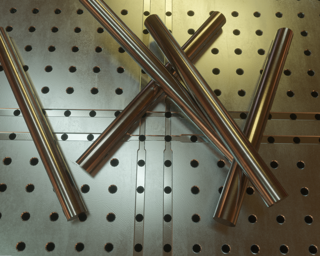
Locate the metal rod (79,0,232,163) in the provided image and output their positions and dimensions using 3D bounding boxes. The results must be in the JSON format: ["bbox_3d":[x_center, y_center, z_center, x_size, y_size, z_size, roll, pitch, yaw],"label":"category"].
[{"bbox_3d":[0.001,-0.070,0.409,0.025,0.025,0.300,-42,86,-14],"label":"metal rod"}]

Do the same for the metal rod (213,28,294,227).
[{"bbox_3d":[0.129,-0.020,0.401,0.025,0.025,0.300,22,64,7],"label":"metal rod"}]

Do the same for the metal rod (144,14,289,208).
[{"bbox_3d":[0.055,-0.040,0.386,0.025,0.025,0.299,-25,63,-9],"label":"metal rod"}]

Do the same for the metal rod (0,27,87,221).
[{"bbox_3d":[-0.170,-0.018,0.416,0.025,0.025,0.299,-27,72,-10],"label":"metal rod"}]

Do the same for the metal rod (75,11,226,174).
[{"bbox_3d":[-0.003,-0.059,0.433,0.025,0.025,0.301,37,74,12],"label":"metal rod"}]
